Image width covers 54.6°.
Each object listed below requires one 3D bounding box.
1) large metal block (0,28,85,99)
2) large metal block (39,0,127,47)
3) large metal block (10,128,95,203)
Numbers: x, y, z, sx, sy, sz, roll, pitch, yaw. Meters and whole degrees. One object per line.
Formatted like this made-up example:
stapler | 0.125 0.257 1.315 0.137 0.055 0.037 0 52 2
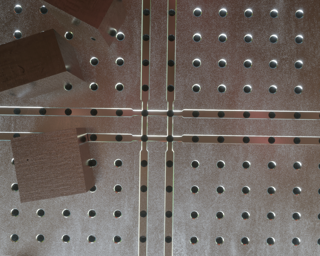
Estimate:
large metal block | -0.150 -0.075 0.385 0.080 0.080 0.050 -18 90 0
large metal block | -0.093 -0.151 0.385 0.080 0.080 0.050 28 90 0
large metal block | -0.135 0.045 0.400 0.080 0.050 0.080 -9 90 0
